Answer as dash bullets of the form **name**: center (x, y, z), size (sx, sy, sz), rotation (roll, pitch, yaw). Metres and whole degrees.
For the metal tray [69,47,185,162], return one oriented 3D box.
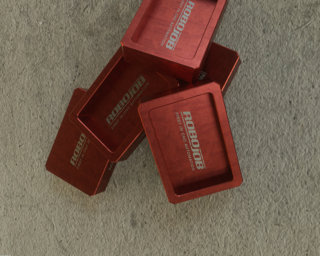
- **metal tray**: center (-0.043, -0.032, 0.390), size (0.090, 0.030, 0.130), rotation (43, 103, 14)

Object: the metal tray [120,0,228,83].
- **metal tray**: center (0.021, -0.125, 0.363), size (0.090, 0.030, 0.130), rotation (20, 69, 8)

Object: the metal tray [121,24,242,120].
- **metal tray**: center (0.025, -0.076, 0.398), size (0.130, 0.030, 0.090), rotation (28, 99, 17)

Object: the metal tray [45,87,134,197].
- **metal tray**: center (-0.100, 0.019, 0.441), size (0.090, 0.030, 0.129), rotation (26, 98, 17)

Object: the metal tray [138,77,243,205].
- **metal tray**: center (0.036, 0.017, 0.358), size (0.090, 0.030, 0.129), rotation (-17, 109, 2)
